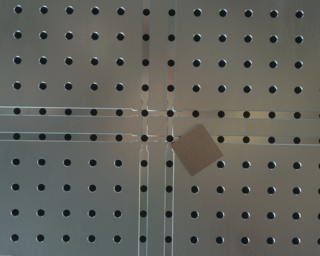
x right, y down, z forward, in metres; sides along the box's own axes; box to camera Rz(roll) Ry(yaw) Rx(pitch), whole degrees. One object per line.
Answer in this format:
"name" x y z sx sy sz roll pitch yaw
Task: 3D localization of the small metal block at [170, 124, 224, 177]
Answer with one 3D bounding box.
"small metal block" 0.048 0.029 0.414 0.050 0.025 0.050 -34 90 0
